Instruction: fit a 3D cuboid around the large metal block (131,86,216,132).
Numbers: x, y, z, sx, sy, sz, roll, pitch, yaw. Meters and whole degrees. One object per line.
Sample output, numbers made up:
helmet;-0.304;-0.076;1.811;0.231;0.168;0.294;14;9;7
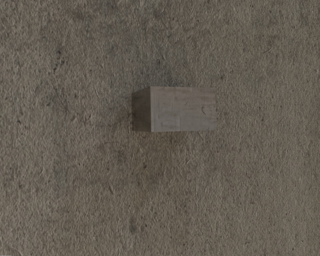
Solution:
large metal block;0.014;-0.022;0.387;0.081;0.080;0.050;-1;91;-20
